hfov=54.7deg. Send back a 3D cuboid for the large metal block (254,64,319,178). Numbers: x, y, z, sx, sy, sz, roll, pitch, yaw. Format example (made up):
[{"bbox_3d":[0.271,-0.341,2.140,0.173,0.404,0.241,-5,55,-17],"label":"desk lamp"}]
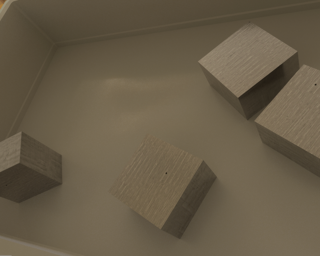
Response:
[{"bbox_3d":[0.157,-0.006,0.311,0.080,0.050,0.080,-48,51,-6],"label":"large metal block"}]

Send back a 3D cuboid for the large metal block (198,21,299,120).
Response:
[{"bbox_3d":[0.108,-0.070,0.376,0.080,0.050,0.080,-38,51,2],"label":"large metal block"}]

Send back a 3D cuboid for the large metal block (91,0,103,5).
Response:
[{"bbox_3d":[-0.128,-0.316,0.635,0.080,0.080,0.050,-28,52,10],"label":"large metal block"}]

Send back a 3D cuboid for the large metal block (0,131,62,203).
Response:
[{"bbox_3d":[-0.198,0.059,0.439,0.080,0.080,0.050,-25,53,13],"label":"large metal block"}]

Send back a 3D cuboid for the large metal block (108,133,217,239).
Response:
[{"bbox_3d":[0.003,0.063,0.349,0.080,0.050,0.080,24,75,36],"label":"large metal block"}]
